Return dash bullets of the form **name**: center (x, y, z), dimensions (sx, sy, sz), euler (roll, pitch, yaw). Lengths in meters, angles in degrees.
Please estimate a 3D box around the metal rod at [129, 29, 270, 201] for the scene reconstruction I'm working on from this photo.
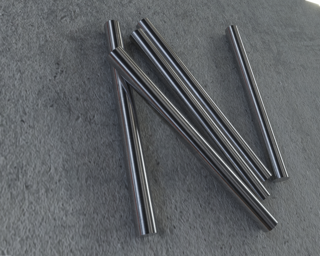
- **metal rod**: center (0.051, -0.023, 0.445), dimensions (0.025, 0.025, 0.299), euler (-29, 78, -37)

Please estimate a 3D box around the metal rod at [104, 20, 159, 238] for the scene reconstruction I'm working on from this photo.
- **metal rod**: center (-0.042, -0.018, 0.392), dimensions (0.025, 0.025, 0.299), euler (2, 61, -27)

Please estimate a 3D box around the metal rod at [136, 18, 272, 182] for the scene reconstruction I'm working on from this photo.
- **metal rod**: center (0.060, -0.046, 0.463), dimensions (0.025, 0.025, 0.299), euler (-29, 78, -37)

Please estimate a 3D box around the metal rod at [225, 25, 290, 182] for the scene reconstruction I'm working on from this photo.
- **metal rod**: center (0.156, -0.056, 0.521), dimensions (0.025, 0.025, 0.299), euler (6, 59, -25)

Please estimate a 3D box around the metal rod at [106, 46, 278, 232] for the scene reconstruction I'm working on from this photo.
- **metal rod**: center (0.042, 0.016, 0.398), dimensions (0.300, 0.025, 0.025), euler (48, 51, -2)
